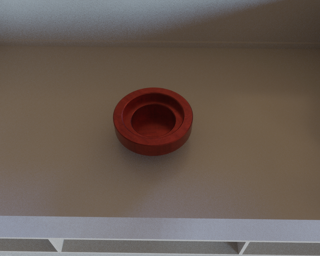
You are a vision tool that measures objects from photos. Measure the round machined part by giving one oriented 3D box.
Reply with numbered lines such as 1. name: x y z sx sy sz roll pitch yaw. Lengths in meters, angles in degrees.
1. round machined part: -0.008 -0.004 0.397 0.099 0.042 0.098 0 50 0
